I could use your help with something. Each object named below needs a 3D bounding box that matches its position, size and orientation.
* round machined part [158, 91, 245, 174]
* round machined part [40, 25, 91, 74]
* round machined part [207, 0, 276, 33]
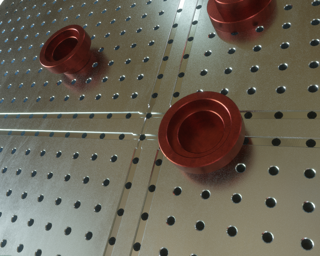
[{"bbox_3d":[0.051,0.009,0.365,0.098,0.042,0.098,-13,56,20],"label":"round machined part"},{"bbox_3d":[-0.167,-0.138,0.567,0.098,0.042,0.098,-13,56,20],"label":"round machined part"},{"bbox_3d":[0.116,-0.191,0.453,0.098,0.042,0.098,-13,56,20],"label":"round machined part"}]
